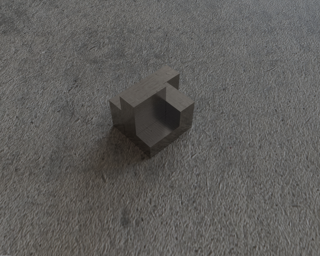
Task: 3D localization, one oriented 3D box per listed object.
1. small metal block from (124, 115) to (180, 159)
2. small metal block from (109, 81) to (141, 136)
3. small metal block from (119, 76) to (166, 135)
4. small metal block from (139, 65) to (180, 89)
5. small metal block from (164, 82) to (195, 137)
[{"bbox_3d":[-0.010,0.004,0.401,0.050,0.025,0.050,-35,59,-26],"label":"small metal block"},{"bbox_3d":[-0.037,-0.025,0.409,0.050,0.050,0.025,-36,59,-27],"label":"small metal block"},{"bbox_3d":[-0.020,-0.027,0.378,0.050,0.050,0.025,-36,59,-27],"label":"small metal block"},{"bbox_3d":[0.000,-0.052,0.432,0.050,0.050,0.025,-36,59,-27],"label":"small metal block"},{"bbox_3d":[0.017,-0.024,0.408,0.025,0.050,0.050,-36,59,-26],"label":"small metal block"}]
